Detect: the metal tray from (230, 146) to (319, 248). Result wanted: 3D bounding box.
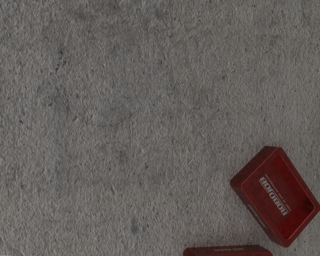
[{"bbox_3d":[0.177,0.103,0.471,0.090,0.030,0.130,-41,103,-16],"label":"metal tray"}]

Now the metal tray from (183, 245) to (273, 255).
[{"bbox_3d":[0.095,0.219,0.441,0.131,0.030,0.089,6,88,-20],"label":"metal tray"}]
